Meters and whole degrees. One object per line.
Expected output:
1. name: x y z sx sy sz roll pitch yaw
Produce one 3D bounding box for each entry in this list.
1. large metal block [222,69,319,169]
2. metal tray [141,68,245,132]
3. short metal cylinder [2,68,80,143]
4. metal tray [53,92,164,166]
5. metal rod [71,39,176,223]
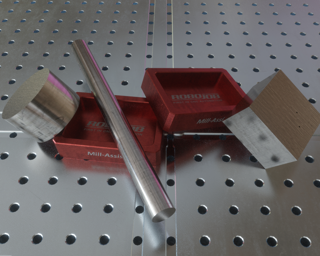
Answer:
1. large metal block: 0.138 -0.010 0.378 0.080 0.050 0.080 47 60 -3
2. metal tray: 0.051 -0.042 0.415 0.131 0.030 0.090 -5 48 -26
3. short metal cylinder: -0.149 -0.029 0.391 0.080 0.050 0.080 -25 40 24
4. metal tray: -0.059 -0.001 0.404 0.131 0.030 0.090 5 50 4
5. metal rod: -0.060 -0.020 0.385 0.025 0.025 0.300 -20 53 -16
